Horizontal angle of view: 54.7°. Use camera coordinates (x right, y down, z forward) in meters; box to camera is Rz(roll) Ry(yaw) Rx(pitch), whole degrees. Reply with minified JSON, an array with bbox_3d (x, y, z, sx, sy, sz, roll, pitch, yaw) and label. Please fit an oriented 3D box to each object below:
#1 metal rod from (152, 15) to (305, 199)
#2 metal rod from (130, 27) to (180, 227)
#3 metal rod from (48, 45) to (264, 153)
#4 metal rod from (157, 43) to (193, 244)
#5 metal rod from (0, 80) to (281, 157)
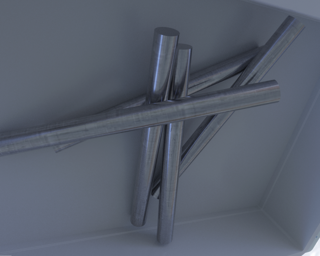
[{"bbox_3d":[0.079,-0.015,0.420,0.025,0.025,0.299,23,113,-37],"label":"metal rod"},{"bbox_3d":[-0.013,0.024,0.391,0.025,0.025,0.298,-9,130,-24],"label":"metal rod"},{"bbox_3d":[0.011,-0.042,0.388,0.302,0.025,0.025,-24,127,-14],"label":"metal rod"},{"bbox_3d":[0.015,0.041,0.407,0.025,0.025,0.298,-11,122,-23],"label":"metal rod"},{"bbox_3d":[-0.025,-0.010,0.329,0.302,0.025,0.025,-11,125,-1],"label":"metal rod"}]
